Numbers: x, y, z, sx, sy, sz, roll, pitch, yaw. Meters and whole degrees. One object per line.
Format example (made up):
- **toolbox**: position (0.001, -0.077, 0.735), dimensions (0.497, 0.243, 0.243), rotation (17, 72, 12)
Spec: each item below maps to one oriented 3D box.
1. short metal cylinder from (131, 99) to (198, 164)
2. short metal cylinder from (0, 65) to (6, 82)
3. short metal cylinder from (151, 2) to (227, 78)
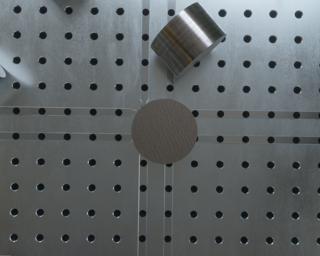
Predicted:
- **short metal cylinder**: position (0.005, 0.004, 0.401), dimensions (0.081, 0.050, 0.079), rotation (0, 90, 0)
- **short metal cylinder**: position (-0.243, -0.076, 0.384), dimensions (0.050, 0.080, 0.080), rotation (-43, 90, 0)
- **short metal cylinder**: position (0.035, -0.108, 0.386), dimensions (0.080, 0.080, 0.050), rotation (-40, 90, 0)
